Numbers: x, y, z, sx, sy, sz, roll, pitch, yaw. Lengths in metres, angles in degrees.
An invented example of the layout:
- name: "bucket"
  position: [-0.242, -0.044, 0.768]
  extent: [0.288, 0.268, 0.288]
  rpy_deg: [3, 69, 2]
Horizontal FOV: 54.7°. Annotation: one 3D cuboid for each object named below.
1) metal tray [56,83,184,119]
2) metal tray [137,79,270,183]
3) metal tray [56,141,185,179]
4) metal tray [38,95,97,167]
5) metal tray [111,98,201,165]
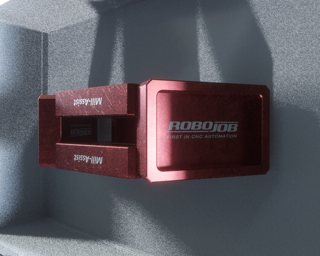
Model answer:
- name: "metal tray"
  position: [-0.048, -0.027, 0.362]
  extent: [0.130, 0.091, 0.030]
  rpy_deg: [1, 90, 40]
- name: "metal tray"
  position: [0.044, 0.002, 0.301]
  extent: [0.030, 0.131, 0.089]
  rpy_deg: [-179, 88, -69]
- name: "metal tray"
  position: [-0.048, 0.033, 0.363]
  extent: [0.130, 0.091, 0.030]
  rpy_deg: [0, 90, 39]
- name: "metal tray"
  position: [-0.126, 0.003, 0.443]
  extent: [0.030, 0.130, 0.089]
  rpy_deg: [0, 91, 8]
- name: "metal tray"
  position: [-0.009, 0.003, 0.410]
  extent: [0.130, 0.030, 0.089]
  rpy_deg: [0, 90, 39]
